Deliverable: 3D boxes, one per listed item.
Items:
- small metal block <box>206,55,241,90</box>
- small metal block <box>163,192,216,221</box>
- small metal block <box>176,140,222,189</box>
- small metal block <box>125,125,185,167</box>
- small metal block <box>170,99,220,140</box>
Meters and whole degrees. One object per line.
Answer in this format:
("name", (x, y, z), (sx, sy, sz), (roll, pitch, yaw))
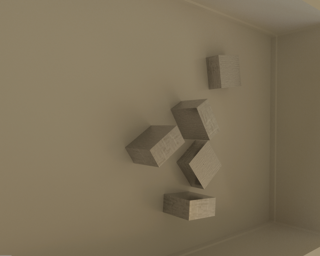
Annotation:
("small metal block", (0.101, -0.089, 0.491), (0.050, 0.025, 0.050), (-11, 97, -39))
("small metal block", (0.040, 0.105, 0.424), (0.050, 0.050, 0.025), (5, 87, -40))
("small metal block", (0.059, 0.053, 0.456), (0.050, 0.025, 0.050), (-46, 118, -30))
("small metal block", (-0.006, 0.021, 0.385), (0.050, 0.050, 0.025), (-41, 115, -32))
("small metal block", (0.049, -0.011, 0.431), (0.025, 0.050, 0.050), (-39, 114, -33))
